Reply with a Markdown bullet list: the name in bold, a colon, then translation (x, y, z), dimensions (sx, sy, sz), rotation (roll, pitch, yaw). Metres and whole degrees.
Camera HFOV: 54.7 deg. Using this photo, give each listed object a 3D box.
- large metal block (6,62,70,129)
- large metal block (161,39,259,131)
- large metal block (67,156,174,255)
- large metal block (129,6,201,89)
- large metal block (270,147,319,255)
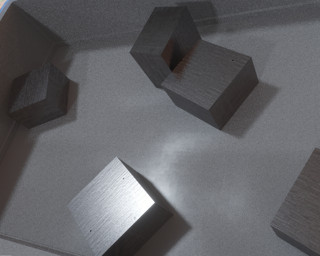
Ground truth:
- **large metal block**: translation (-0.207, -0.055, 0.532), dimensions (0.080, 0.050, 0.080), rotation (-19, 54, 17)
- **large metal block**: translation (0.063, -0.056, 0.391), dimensions (0.080, 0.050, 0.080), rotation (33, 80, 38)
- **large metal block**: translation (-0.046, 0.094, 0.356), dimensions (0.080, 0.050, 0.080), rotation (-45, 51, -3)
- **large metal block**: translation (0.014, -0.108, 0.430), dimensions (0.050, 0.080, 0.080), rotation (13, 69, 34)
- **large metal block**: translation (0.154, 0.075, 0.262), dimensions (0.080, 0.050, 0.080), rotation (27, 77, 37)
